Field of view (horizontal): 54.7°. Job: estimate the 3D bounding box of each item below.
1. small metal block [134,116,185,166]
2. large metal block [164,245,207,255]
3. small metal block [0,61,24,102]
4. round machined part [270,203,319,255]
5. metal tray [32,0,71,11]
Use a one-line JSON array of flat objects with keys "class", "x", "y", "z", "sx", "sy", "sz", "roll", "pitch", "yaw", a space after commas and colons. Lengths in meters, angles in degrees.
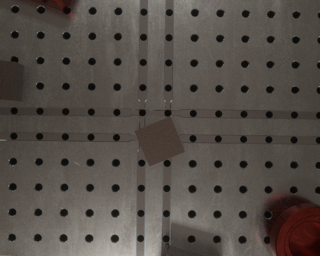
[{"class": "small metal block", "x": 0.000, "y": 0.017, "z": 0.413, "sx": 0.050, "sy": 0.025, "sz": 0.050, "roll": -22, "pitch": 90, "yaw": -1}, {"class": "large metal block", "x": 0.037, "y": 0.210, "z": 0.402, "sx": 0.080, "sy": 0.050, "sz": 0.080, "roll": 16, "pitch": 90, "yaw": -1}, {"class": "small metal block", "x": -0.213, "y": -0.063, "z": 0.411, "sx": 0.050, "sy": 0.025, "sz": 0.050, "roll": 5, "pitch": 90, "yaw": -1}, {"class": "round machined part", "x": 0.193, "y": 0.147, "z": 0.408, "sx": 0.099, "sy": 0.042, "sz": 0.097, "roll": 0, "pitch": 90, "yaw": -1}, {"class": "metal tray", "x": -0.174, "y": -0.222, "z": 0.408, "sx": 0.131, "sy": 0.030, "sz": 0.090, "roll": 19, "pitch": 90, "yaw": -1}]
